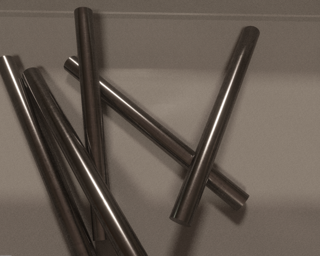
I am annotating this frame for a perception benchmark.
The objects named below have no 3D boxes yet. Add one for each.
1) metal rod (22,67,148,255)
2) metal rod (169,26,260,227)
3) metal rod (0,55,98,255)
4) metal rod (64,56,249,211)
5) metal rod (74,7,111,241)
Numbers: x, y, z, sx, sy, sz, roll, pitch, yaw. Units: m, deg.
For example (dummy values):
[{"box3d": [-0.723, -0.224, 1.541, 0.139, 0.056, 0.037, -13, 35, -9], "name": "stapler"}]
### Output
[{"box3d": [-0.100, 0.030, 0.366, 0.025, 0.025, 0.300, -32, 62, -11], "name": "metal rod"}, {"box3d": [0.079, -0.021, 0.399, 0.025, 0.025, 0.300, 22, 64, 7], "name": "metal rod"}, {"box3d": [-0.151, 0.030, 0.396, 0.025, 0.025, 0.299, -26, 72, -9], "name": "metal rod"}, {"box3d": [-0.013, 0.000, 0.409, 0.300, 0.025, 0.025, 39, 74, 12], "name": "metal rod"}, {"box3d": [-0.085, -0.015, 0.394, 0.025, 0.025, 0.299, -7, 78, -3], "name": "metal rod"}]
